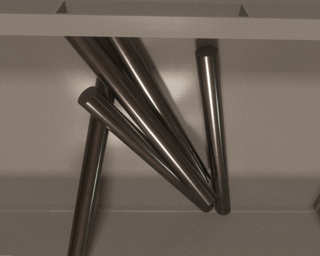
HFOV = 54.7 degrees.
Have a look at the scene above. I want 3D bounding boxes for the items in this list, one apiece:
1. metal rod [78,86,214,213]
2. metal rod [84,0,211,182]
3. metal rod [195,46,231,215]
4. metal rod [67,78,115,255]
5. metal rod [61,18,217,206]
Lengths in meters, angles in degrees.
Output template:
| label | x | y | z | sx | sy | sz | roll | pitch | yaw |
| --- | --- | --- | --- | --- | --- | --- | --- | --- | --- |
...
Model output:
| label | x | y | z | sx | sy | sz | roll | pitch | yaw |
| --- | --- | --- | --- | --- | --- | --- | --- | --- | --- |
| metal rod | 0.001 | 0.048 | 0.424 | 0.025 | 0.025 | 0.300 | -25 | 134 | 20 |
| metal rod | 0.002 | -0.023 | 0.389 | 0.025 | 0.025 | 0.299 | -20 | 128 | 16 |
| metal rod | 0.079 | 0.027 | 0.433 | 0.025 | 0.025 | 0.298 | -9 | 130 | 7 |
| metal rod | -0.094 | 0.084 | 0.401 | 0.025 | 0.025 | 0.298 | 10 | 105 | -9 |
| metal rod | -0.008 | 0.001 | 0.381 | 0.025 | 0.025 | 0.300 | -26 | 122 | 20 |
